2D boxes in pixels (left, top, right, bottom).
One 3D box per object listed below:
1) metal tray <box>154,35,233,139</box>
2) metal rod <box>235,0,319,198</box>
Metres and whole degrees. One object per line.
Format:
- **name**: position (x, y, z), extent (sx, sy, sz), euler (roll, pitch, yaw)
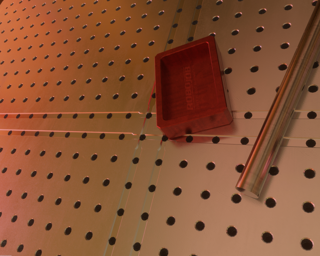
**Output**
- **metal tray**: position (0.041, -0.057, 0.417), extent (0.090, 0.030, 0.130), euler (-15, 56, 19)
- **metal rod**: position (0.159, -0.060, 0.361), extent (0.025, 0.025, 0.300), euler (18, 71, 34)
